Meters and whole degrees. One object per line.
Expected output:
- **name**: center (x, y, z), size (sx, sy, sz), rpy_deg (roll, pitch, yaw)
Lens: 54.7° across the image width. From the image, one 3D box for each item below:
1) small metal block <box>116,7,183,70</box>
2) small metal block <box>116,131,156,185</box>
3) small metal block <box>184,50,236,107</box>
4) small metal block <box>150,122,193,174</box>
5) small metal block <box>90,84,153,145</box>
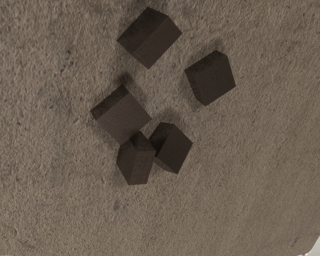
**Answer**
- **small metal block**: center (-0.012, -0.096, 0.326), size (0.050, 0.050, 0.025), rpy_deg (-46, 130, 4)
- **small metal block**: center (-0.032, 0.037, 0.398), size (0.025, 0.050, 0.050), rpy_deg (2, 118, -29)
- **small metal block**: center (0.066, -0.065, 0.405), size (0.050, 0.025, 0.050), rpy_deg (-34, 129, -7)
- **small metal block**: center (0.013, 0.027, 0.420), size (0.050, 0.025, 0.050), rpy_deg (44, 67, -40)
- **small metal block**: center (-0.046, -0.016, 0.373), size (0.050, 0.025, 0.050), rpy_deg (-40, 130, -1)
